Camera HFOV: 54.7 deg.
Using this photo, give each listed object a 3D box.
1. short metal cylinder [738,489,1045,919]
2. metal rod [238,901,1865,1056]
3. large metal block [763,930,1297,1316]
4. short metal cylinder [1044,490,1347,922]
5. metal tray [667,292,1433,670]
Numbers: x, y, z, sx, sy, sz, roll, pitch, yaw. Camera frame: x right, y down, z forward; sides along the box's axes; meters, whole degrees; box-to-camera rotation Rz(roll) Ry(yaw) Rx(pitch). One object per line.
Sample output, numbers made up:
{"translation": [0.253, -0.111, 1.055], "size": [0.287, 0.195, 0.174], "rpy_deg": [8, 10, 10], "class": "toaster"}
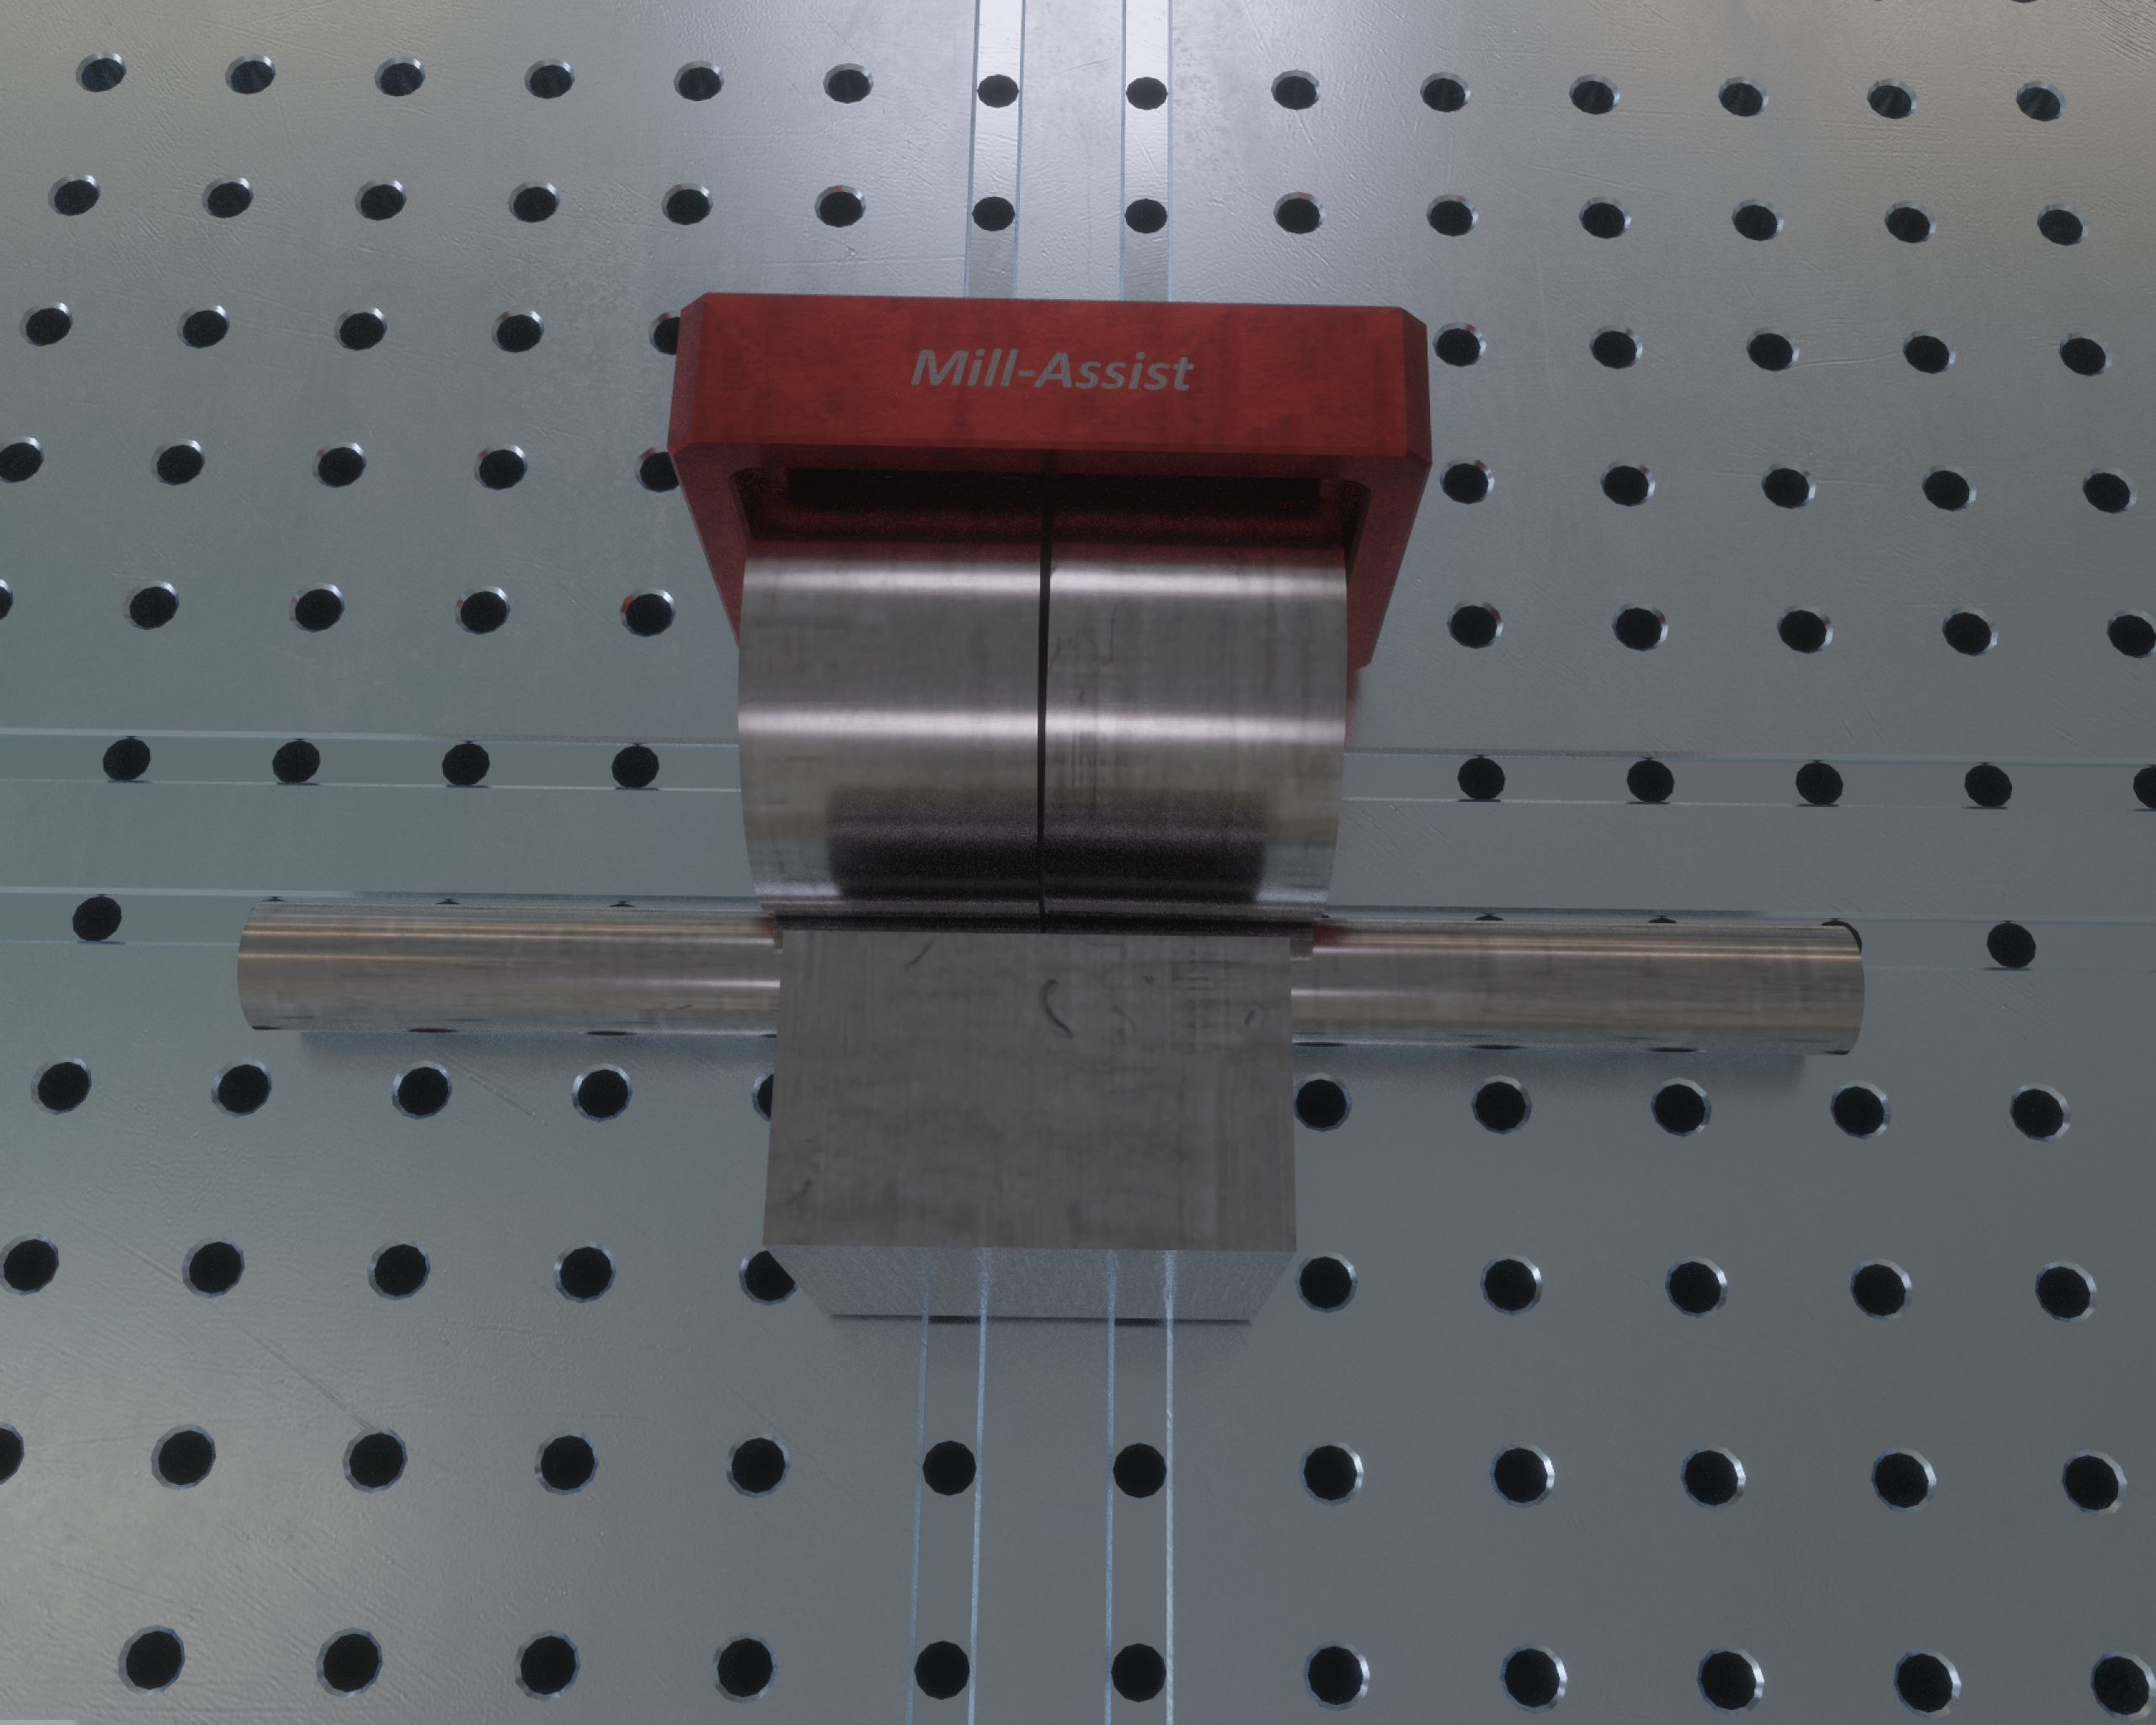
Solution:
{"translation": [-0.032, -0.030, 0.390], "size": [0.050, 0.080, 0.080], "rpy_deg": [1, 70, 0], "class": "short metal cylinder"}
{"translation": [-0.005, 0.022, 0.399], "size": [0.302, 0.025, 0.025], "rpy_deg": [1, 70, 0], "class": "metal rod"}
{"translation": [-0.007, 0.048, 0.360], "size": [0.081, 0.080, 0.050], "rpy_deg": [1, 70, 0], "class": "large metal block"}
{"translation": [0.020, -0.029, 0.390], "size": [0.050, 0.080, 0.080], "rpy_deg": [2, 70, 0], "class": "short metal cylinder"}
{"translation": [-0.004, -0.069, 0.398], "size": [0.131, 0.090, 0.030], "rpy_deg": [1, 70, 0], "class": "metal tray"}
